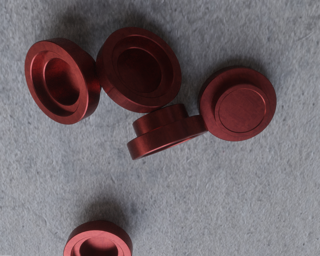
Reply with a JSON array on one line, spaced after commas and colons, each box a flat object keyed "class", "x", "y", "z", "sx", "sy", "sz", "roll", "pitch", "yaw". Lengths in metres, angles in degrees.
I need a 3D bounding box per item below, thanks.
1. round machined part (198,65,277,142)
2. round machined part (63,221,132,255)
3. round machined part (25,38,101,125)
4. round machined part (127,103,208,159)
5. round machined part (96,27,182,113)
[{"class": "round machined part", "x": 0.099, "y": -0.027, "z": 0.392, "sx": 0.099, "sy": 0.042, "sz": 0.097, "roll": 0, "pitch": 110, "yaw": -1}, {"class": "round machined part", "x": -0.090, "y": 0.179, "z": 0.466, "sx": 0.099, "sy": 0.042, "sz": 0.097, "roll": 0, "pitch": 110, "yaw": -1}, {"class": "round machined part", "x": -0.108, "y": -0.056, "z": 0.363, "sx": 0.098, "sy": 0.042, "sz": 0.097, "roll": 14, "pitch": 120, "yaw": 27}, {"class": "round machined part", "x": 0.005, "y": 0.002, "z": 0.377, "sx": 0.098, "sy": 0.098, "sz": 0.042, "roll": -22, "pitch": 84, "yaw": 7}, {"class": "round machined part", "x": -0.027, "y": -0.063, "z": 0.358, "sx": 0.098, "sy": 0.098, "sz": 0.042, "roll": 40, "pitch": 147, "yaw": -14}]
